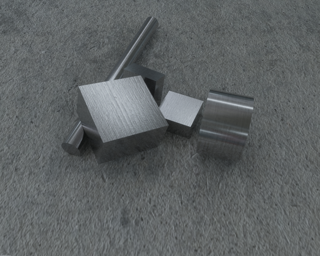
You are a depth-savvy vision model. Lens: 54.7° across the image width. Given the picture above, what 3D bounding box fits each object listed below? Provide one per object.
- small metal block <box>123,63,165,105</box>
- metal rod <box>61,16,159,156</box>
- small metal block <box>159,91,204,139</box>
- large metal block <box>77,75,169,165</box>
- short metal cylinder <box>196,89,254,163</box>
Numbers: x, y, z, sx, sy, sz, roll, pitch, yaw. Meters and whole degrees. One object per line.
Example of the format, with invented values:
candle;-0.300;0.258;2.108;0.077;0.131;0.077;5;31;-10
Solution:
small metal block;-0.024;-0.056;0.431;0.050;0.050;0.025;23;39;18
metal rod;-0.062;-0.083;0.471;0.025;0.025;0.300;15;51;11
small metal block;0.026;-0.019;0.419;0.050;0.025;0.050;19;52;15
large metal block;-0.048;-0.012;0.378;0.081;0.050;0.080;-15;62;-27
short metal cylinder;0.077;-0.003;0.371;0.050;0.080;0.080;13;51;10
